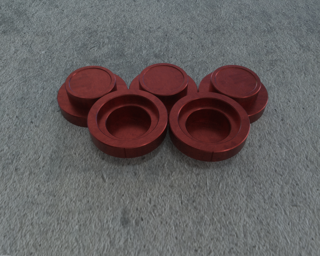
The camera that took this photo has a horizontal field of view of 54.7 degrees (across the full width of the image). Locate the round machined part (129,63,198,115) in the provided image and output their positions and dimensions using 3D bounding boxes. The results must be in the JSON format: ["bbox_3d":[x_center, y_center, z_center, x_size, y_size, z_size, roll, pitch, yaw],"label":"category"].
[{"bbox_3d":[0.005,-0.055,0.440,0.099,0.042,0.098,0,50,0],"label":"round machined part"}]

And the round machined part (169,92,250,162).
[{"bbox_3d":[0.060,0.003,0.392,0.099,0.042,0.098,0,50,0],"label":"round machined part"}]

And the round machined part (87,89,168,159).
[{"bbox_3d":[-0.039,-0.001,0.394,0.099,0.042,0.098,0,50,0],"label":"round machined part"}]

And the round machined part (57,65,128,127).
[{"bbox_3d":[-0.094,-0.051,0.435,0.099,0.042,0.098,0,50,0],"label":"round machined part"}]

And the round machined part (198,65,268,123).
[{"bbox_3d":[0.104,-0.052,0.439,0.099,0.042,0.098,0,50,0],"label":"round machined part"}]
